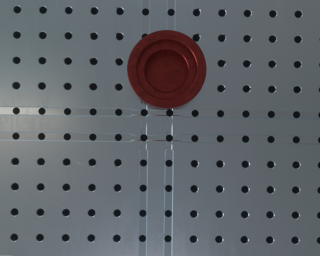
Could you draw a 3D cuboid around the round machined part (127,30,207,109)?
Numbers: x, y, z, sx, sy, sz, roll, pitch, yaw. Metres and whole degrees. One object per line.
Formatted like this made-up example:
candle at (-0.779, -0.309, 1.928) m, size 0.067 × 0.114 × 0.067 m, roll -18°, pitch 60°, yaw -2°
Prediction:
round machined part at (0.009, -0.073, 0.405) m, size 0.099 × 0.042 × 0.097 m, roll 0°, pitch 90°, yaw 0°
